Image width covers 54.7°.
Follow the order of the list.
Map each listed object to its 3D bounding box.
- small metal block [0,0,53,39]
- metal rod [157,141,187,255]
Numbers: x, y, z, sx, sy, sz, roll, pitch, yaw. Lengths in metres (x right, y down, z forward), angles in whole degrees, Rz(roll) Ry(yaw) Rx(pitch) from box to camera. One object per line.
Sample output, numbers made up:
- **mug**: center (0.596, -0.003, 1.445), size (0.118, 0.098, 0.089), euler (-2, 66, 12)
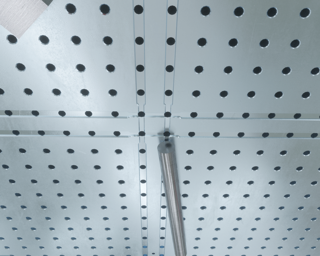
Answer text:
- **small metal block**: center (-0.142, -0.125, 0.303), size (0.050, 0.025, 0.050), euler (-34, 123, 25)
- **metal rod**: center (0.025, 0.140, 0.530), size (0.025, 0.025, 0.298), euler (-5, 130, 4)
